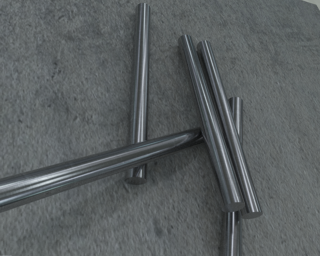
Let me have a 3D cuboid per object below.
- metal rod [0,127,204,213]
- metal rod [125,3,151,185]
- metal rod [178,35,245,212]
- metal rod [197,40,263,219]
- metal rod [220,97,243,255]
[{"bbox_3d":[-0.028,0.029,0.333,0.302,0.025,0.025,-13,68,-47],"label":"metal rod"},{"bbox_3d":[-0.027,-0.067,0.431,0.025,0.025,0.299,14,56,-21],"label":"metal rod"},{"bbox_3d":[0.060,-0.031,0.424,0.025,0.025,0.300,11,47,-23],"label":"metal rod"},{"bbox_3d":[0.091,-0.019,0.447,0.025,0.025,0.299,10,51,-23],"label":"metal rod"},{"bbox_3d":[0.096,0.079,0.409,0.025,0.025,0.300,22,53,-15],"label":"metal rod"}]
